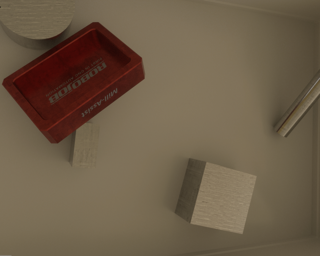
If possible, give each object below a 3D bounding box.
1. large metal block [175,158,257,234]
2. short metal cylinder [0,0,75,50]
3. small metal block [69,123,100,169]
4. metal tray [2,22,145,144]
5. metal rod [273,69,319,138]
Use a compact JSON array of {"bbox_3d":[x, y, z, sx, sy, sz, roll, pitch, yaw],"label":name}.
[{"bbox_3d":[0.076,0.092,0.427,0.081,0.050,0.080,18,84,-20],"label":"large metal block"},{"bbox_3d":[-0.139,-0.133,0.346,0.081,0.050,0.079,0,90,-21],"label":"short metal cylinder"},{"bbox_3d":[-0.090,0.019,0.365,0.025,0.050,0.050,6,88,-20],"label":"small metal block"},{"bbox_3d":[-0.094,-0.055,0.347,0.131,0.030,0.090,-39,65,-16],"label":"metal tray"},{"bbox_3d":[0.260,-0.110,0.428,0.025,0.025,0.298,23,114,-19],"label":"metal rod"}]
